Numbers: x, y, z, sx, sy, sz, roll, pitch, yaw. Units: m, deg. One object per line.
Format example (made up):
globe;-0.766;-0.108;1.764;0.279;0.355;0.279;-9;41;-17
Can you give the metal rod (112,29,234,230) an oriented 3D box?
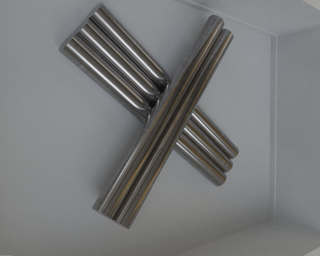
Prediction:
metal rod;0.025;-0.016;0.393;0.025;0.025;0.300;45;63;-31

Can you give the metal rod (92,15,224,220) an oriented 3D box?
metal rod;0.010;-0.030;0.380;0.025;0.025;0.300;45;63;-31

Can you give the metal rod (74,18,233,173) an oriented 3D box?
metal rod;0.010;-0.024;0.413;0.300;0.025;0.025;42;65;-32

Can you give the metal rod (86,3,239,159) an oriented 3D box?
metal rod;0.022;-0.045;0.423;0.300;0.025;0.025;42;65;-32

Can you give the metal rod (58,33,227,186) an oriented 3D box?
metal rod;-0.002;-0.005;0.402;0.300;0.025;0.025;42;65;-32
